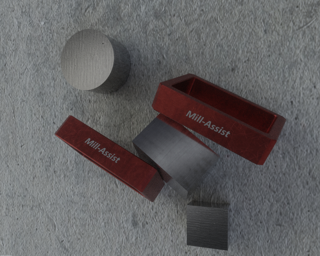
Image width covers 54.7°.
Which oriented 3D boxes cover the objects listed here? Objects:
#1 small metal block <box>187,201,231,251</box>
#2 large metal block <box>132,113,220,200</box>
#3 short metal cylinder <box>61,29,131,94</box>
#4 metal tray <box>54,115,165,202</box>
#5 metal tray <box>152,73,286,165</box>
[{"bbox_3d":[0.061,0.121,0.387,0.050,0.025,0.050,0,90,20],"label":"small metal block"},{"bbox_3d":[0.018,0.035,0.366,0.080,0.080,0.050,41,77,15],"label":"large metal block"},{"bbox_3d":[-0.087,-0.089,0.426,0.080,0.050,0.080,0,90,20],"label":"short metal cylinder"},{"bbox_3d":[-0.060,0.041,0.393,0.130,0.090,0.030,30,76,17],"label":"metal tray"},{"bbox_3d":[0.068,-0.017,0.347,0.130,0.091,0.030,29,117,17],"label":"metal tray"}]
